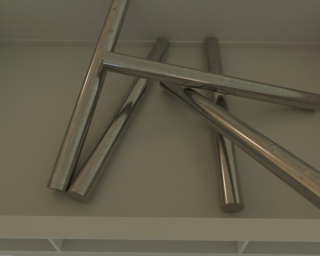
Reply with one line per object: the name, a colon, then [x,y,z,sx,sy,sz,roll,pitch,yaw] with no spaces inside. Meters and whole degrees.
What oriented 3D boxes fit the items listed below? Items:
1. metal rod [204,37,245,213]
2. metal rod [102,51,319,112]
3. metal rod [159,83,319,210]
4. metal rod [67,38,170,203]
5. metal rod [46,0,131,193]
metal rod: [0.082,-0.029,0.429,0.025,0.025,0.300,1,50,1]
metal rod: [0.077,-0.060,0.412,0.302,0.025,0.025,9,50,-10]
metal rod: [0.075,-0.004,0.346,0.025,0.025,0.300,-21,34,-17]
metal rod: [-0.043,-0.033,0.432,0.025,0.025,0.301,15,51,12]
metal rod: [-0.084,-0.066,0.402,0.025,0.025,0.299,10,68,8]
